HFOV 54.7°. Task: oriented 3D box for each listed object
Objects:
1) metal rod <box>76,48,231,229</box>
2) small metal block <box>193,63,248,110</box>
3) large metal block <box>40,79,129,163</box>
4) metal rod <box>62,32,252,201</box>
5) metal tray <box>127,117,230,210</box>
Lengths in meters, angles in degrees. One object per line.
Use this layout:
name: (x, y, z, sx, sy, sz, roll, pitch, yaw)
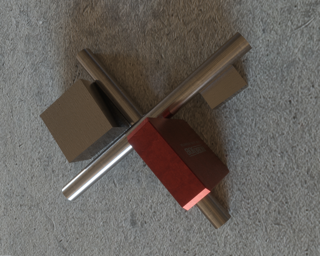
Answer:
metal rod: (-0.016, 0.005, 0.415, 0.025, 0.025, 0.300, -44, 77, 14)
small metal block: (0.073, -0.057, 0.384, 0.050, 0.025, 0.050, -37, 79, 16)
large metal block: (-0.104, -0.009, 0.431, 0.080, 0.050, 0.080, -38, 78, 15)
metal rod: (-0.014, -0.005, 0.387, 0.299, 0.025, 0.025, -41, 78, 15)
metal tray: (0.027, 0.032, 0.343, 0.030, 0.130, 0.090, -44, 76, 15)
